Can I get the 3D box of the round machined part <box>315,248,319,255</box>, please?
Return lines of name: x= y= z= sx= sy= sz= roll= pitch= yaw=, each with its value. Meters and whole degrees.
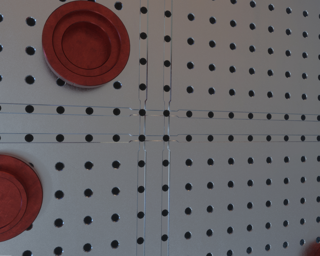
round machined part: x=0.307 y=0.245 z=0.520 sx=0.099 sy=0.042 sz=0.097 roll=0 pitch=90 yaw=-21

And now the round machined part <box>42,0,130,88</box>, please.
round machined part: x=-0.089 y=-0.096 z=0.371 sx=0.099 sy=0.042 sz=0.097 roll=0 pitch=90 yaw=-21

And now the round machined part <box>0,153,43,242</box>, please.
round machined part: x=-0.180 y=0.077 z=0.337 sx=0.099 sy=0.042 sz=0.097 roll=0 pitch=90 yaw=-21
